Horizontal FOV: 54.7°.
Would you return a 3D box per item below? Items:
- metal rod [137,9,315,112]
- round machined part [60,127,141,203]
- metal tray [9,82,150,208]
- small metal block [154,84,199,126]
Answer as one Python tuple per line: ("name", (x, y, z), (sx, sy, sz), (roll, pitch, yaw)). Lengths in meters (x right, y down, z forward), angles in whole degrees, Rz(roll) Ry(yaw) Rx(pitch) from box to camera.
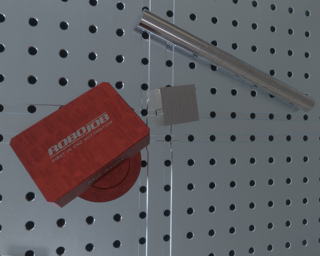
("metal rod", (0.108, -0.090, 0.451), (0.302, 0.025, 0.025), (22, 83, -19))
("round machined part", (-0.070, 0.043, 0.378), (0.099, 0.042, 0.097), (0, 90, -20))
("metal tray", (-0.088, 0.015, 0.355), (0.131, 0.030, 0.090), (-36, 70, -17))
("small metal block", (0.022, -0.031, 0.421), (0.050, 0.025, 0.050), (-9, 93, -20))
